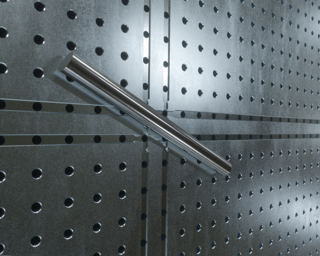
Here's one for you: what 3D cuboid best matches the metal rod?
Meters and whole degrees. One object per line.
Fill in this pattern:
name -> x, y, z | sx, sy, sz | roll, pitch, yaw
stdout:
metal rod -> 0.003, -0.003, 0.414 | 0.301, 0.025, 0.025 | 34, 69, -35
